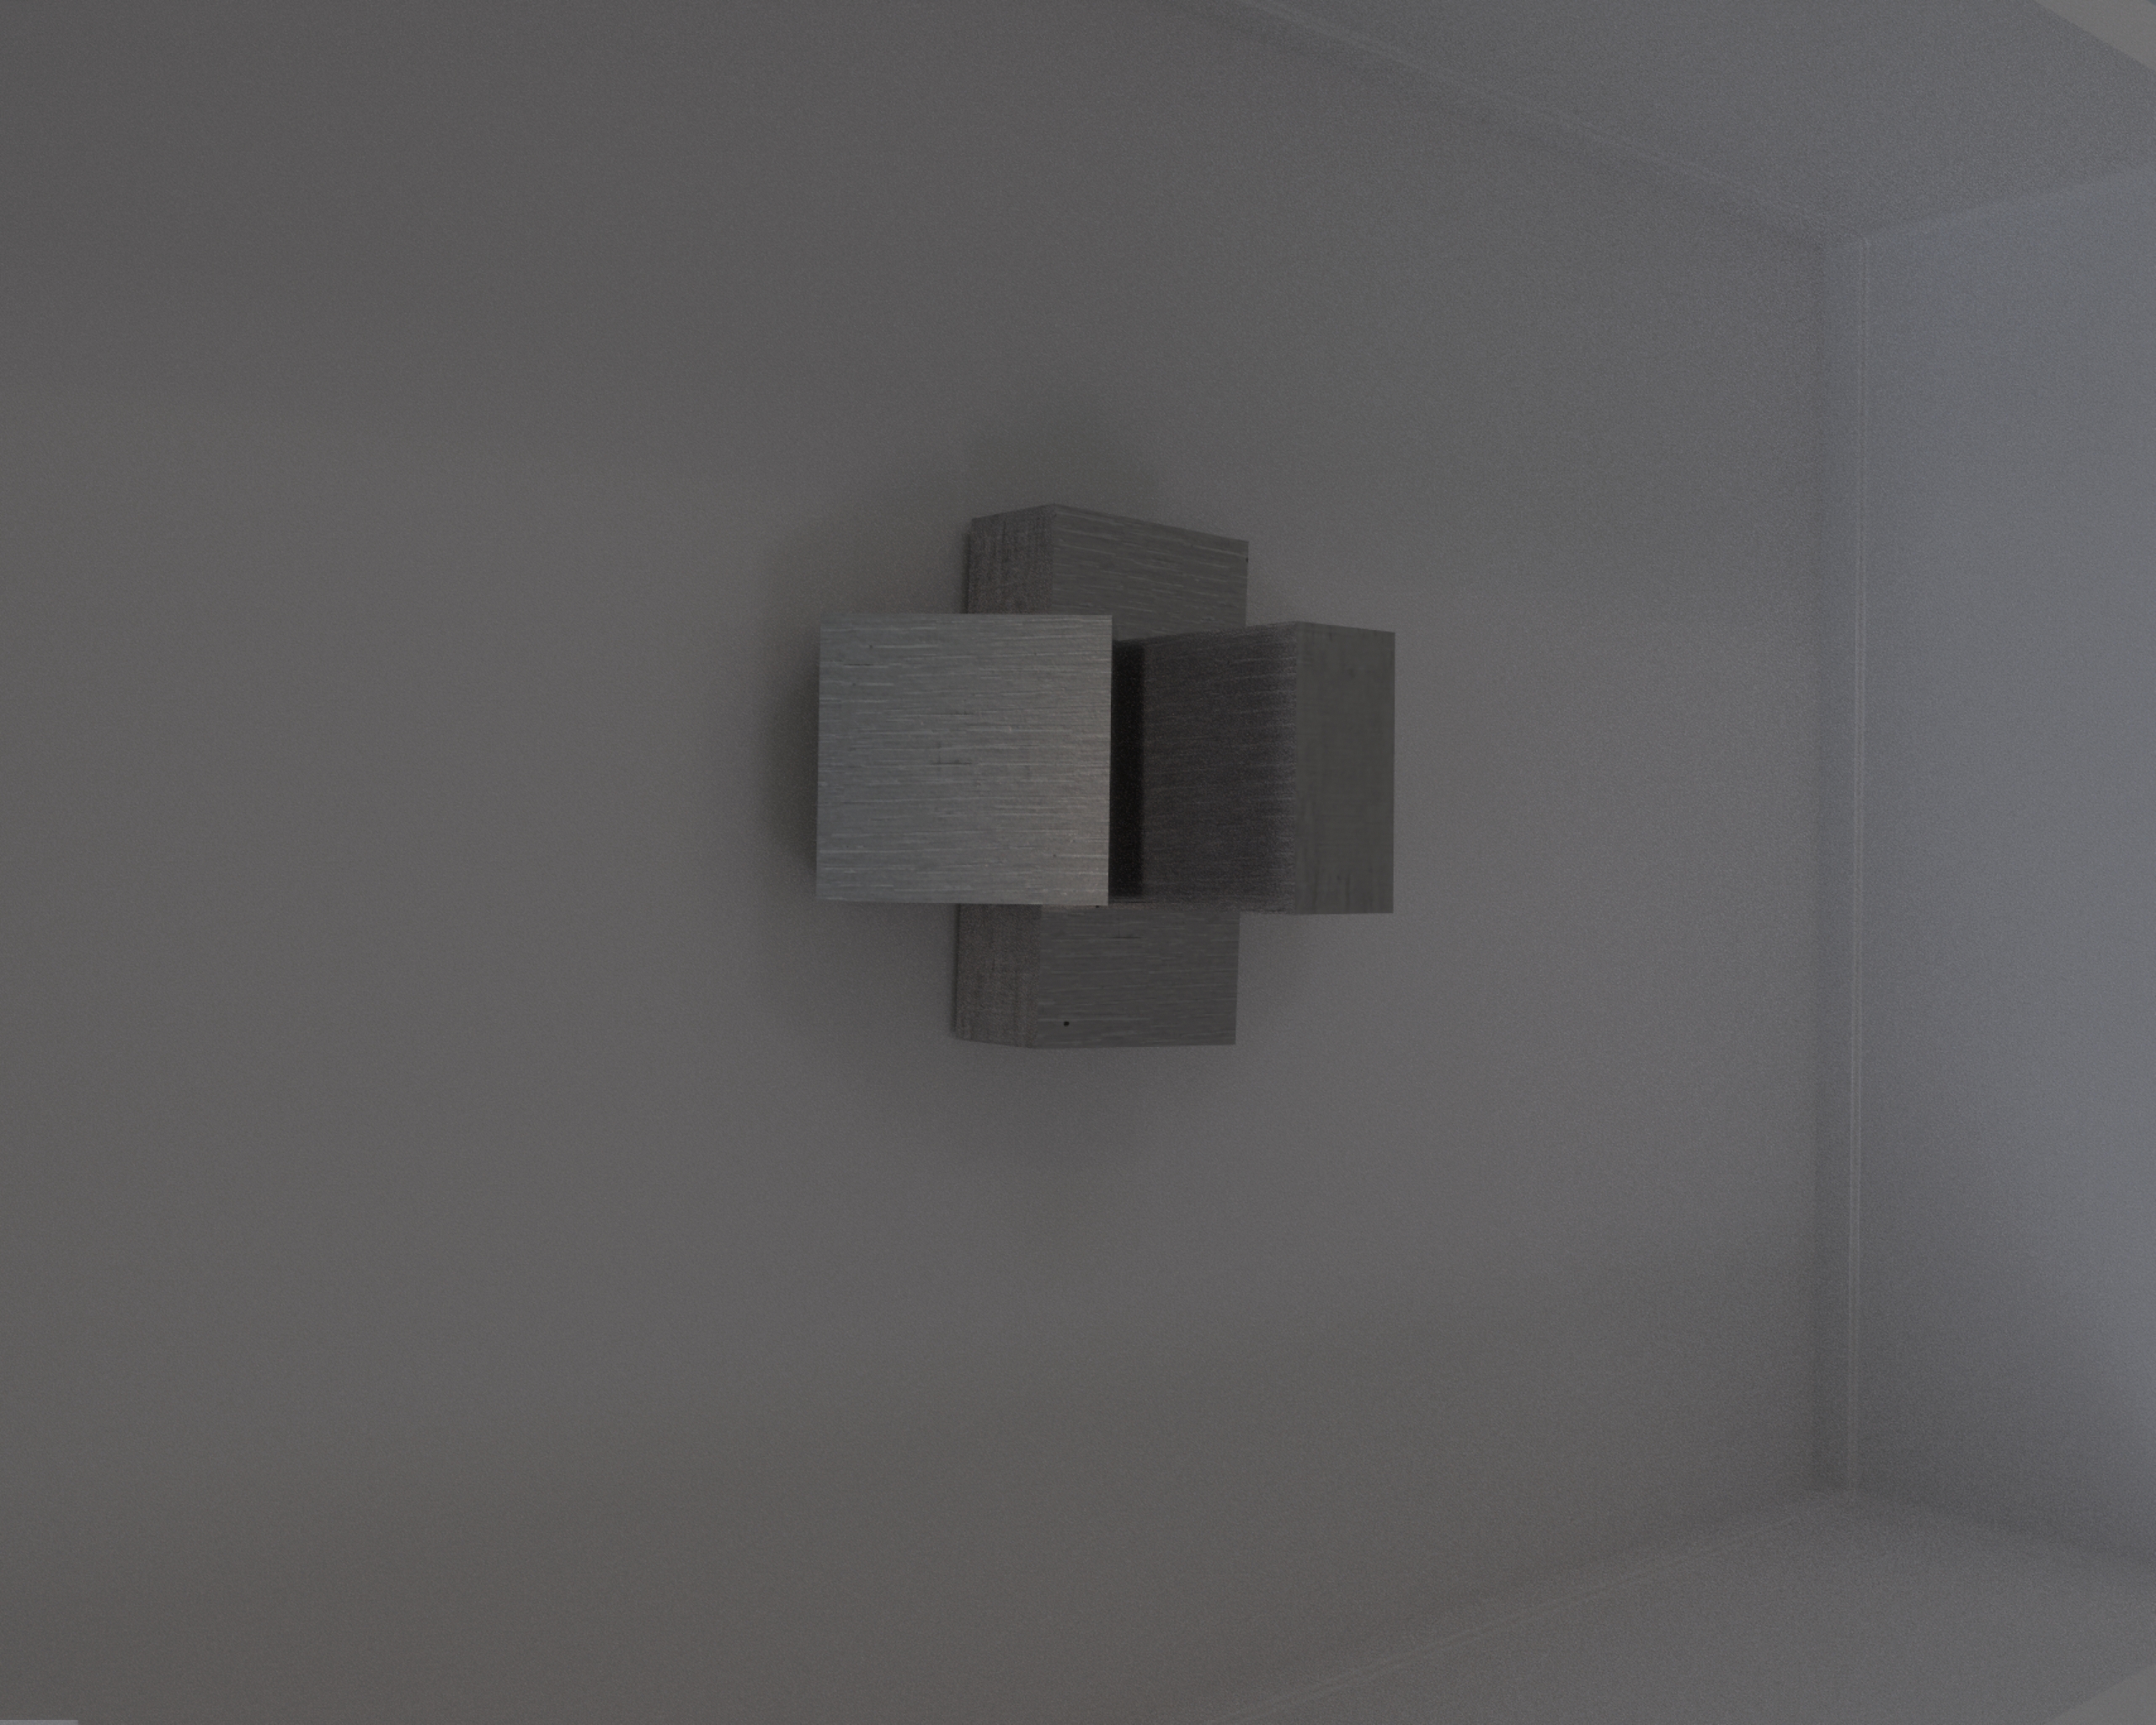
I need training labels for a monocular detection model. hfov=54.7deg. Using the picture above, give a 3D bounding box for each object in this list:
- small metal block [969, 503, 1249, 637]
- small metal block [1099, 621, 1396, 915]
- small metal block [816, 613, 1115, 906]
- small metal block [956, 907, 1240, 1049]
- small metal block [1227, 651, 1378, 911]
[{"bbox_3d":[0.006,-0.040,0.408,0.050,0.025,0.050,3,88,-41],"label":"small metal block"},{"bbox_3d":[0.030,-0.016,0.380,0.025,0.050,0.050,1,90,-41],"label":"small metal block"},{"bbox_3d":[-0.019,-0.018,0.370,0.050,0.025,0.050,1,90,3],"label":"small metal block"},{"bbox_3d":[0.005,0.010,0.408,0.050,0.025,0.050,3,88,-40],"label":"small metal block"},{"bbox_3d":[0.047,-0.016,0.428,0.050,0.025,0.050,5,86,-79],"label":"small metal block"}]
